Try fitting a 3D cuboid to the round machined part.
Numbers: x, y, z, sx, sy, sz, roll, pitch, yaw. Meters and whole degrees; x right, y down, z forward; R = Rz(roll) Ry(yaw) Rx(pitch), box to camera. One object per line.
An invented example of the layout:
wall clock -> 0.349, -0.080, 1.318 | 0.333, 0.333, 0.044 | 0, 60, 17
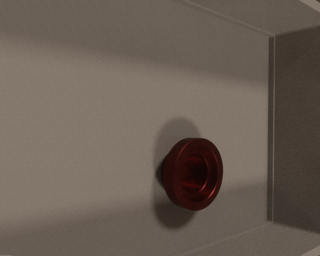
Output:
round machined part -> 0.041, 0.062, 0.432 | 0.099, 0.042, 0.097 | 0, 90, -40
